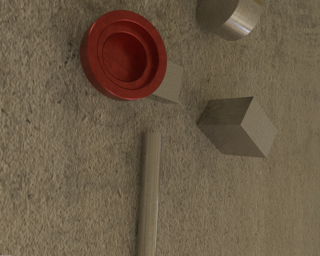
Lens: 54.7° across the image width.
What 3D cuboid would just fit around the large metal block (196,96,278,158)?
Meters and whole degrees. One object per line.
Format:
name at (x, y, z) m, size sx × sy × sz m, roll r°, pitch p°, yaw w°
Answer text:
large metal block at (0.116, 0.000, 0.469) m, size 0.080 × 0.080 × 0.050 m, roll 45°, pitch 63°, yaw -31°

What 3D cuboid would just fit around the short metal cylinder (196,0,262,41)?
short metal cylinder at (0.100, -0.175, 0.455) m, size 0.050 × 0.080 × 0.080 m, roll 12°, pitch 83°, yaw -40°

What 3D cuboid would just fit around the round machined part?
round machined part at (-0.044, -0.079, 0.354) m, size 0.099 × 0.042 × 0.097 m, roll 1°, pitch 88°, yaw -34°

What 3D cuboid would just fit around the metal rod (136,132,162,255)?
metal rod at (-0.017, 0.155, 0.392) m, size 0.025 × 0.025 × 0.298 m, roll 5°, pitch 87°, yaw -40°

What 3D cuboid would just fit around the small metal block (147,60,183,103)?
small metal block at (0.001, -0.063, 0.407) m, size 0.050 × 0.025 × 0.050 m, roll 16°, pitch 80°, yaw -39°
